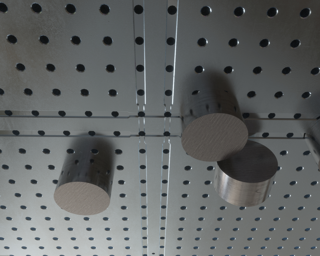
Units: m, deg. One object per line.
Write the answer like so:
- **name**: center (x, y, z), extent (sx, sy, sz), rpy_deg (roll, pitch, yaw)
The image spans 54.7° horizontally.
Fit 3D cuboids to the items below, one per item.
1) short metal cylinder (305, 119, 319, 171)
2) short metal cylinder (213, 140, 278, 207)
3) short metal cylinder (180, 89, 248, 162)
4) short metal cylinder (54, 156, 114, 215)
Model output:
- **short metal cylinder**: center (0.247, 0.023, 0.419), extent (0.081, 0.050, 0.079), rpy_deg (0, 130, 0)
- **short metal cylinder**: center (0.116, 0.061, 0.430), extent (0.081, 0.080, 0.050), rpy_deg (-1, 130, 1)
- **short metal cylinder**: center (0.066, -0.003, 0.394), extent (0.081, 0.050, 0.079), rpy_deg (0, 130, 0)
- **short metal cylinder**: center (-0.113, 0.088, 0.468), extent (0.081, 0.050, 0.079), rpy_deg (0, 130, 0)
